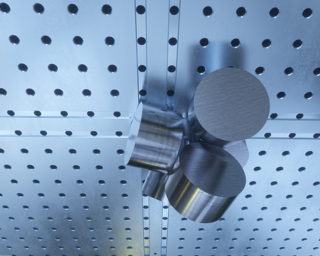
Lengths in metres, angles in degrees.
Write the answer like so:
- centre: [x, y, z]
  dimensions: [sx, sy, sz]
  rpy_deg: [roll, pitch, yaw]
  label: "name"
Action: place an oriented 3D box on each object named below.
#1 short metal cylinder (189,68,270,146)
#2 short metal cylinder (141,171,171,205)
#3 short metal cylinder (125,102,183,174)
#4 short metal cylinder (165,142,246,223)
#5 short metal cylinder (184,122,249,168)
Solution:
- centre: [0.075, -0.021, 0.349]
  dimensions: [0.081, 0.080, 0.050]
  rpy_deg: [2, 170, -2]
  label: "short metal cylinder"
- centre: [0.019, 0.083, 0.439]
  dimensions: [0.080, 0.050, 0.080]
  rpy_deg: [22, 168, 5]
  label: "short metal cylinder"
- centre: [-0.009, 0.013, 0.386]
  dimensions: [0.050, 0.080, 0.079]
  rpy_deg: [15, 129, -12]
  label: "short metal cylinder"
- centre: [0.052, 0.062, 0.362]
  dimensions: [0.081, 0.080, 0.050]
  rpy_deg: [13, 129, -11]
  label: "short metal cylinder"
- centre: [0.073, 0.023, 0.414]
  dimensions: [0.081, 0.050, 0.079]
  rpy_deg: [0, 129, 0]
  label: "short metal cylinder"
